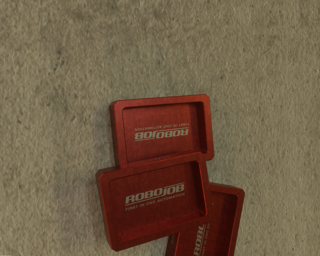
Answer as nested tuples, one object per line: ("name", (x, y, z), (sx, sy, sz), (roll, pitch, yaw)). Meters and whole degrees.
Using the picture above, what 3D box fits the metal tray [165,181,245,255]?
("metal tray", (0.062, 0.141, 0.430), (0.091, 0.030, 0.129), (13, 86, -20))

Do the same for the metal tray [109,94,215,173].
("metal tray", (0.004, 0.005, 0.408), (0.131, 0.030, 0.089), (-6, 92, -20))

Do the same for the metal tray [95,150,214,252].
("metal tray", (-0.004, 0.083, 0.373), (0.131, 0.030, 0.089), (-10, 94, -20))
